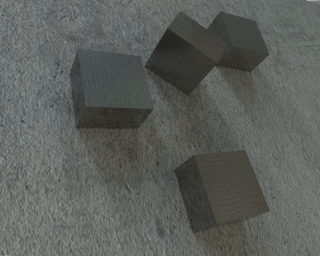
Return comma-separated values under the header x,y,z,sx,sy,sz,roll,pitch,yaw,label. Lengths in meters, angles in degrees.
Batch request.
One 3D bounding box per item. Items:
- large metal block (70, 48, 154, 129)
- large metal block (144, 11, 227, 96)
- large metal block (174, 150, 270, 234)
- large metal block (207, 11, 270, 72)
x,y,z,sx,sy,sz,roll,pitch,yaw,label
-0.062,-0.046,0.382,0.081,0.050,0.080,0,62,-28,large metal block
0.036,-0.106,0.452,0.080,0.080,0.050,34,51,-6,large metal block
0.074,0.076,0.381,0.081,0.050,0.080,-2,63,-29,large metal block
0.136,-0.153,0.554,0.081,0.050,0.080,4,60,-26,large metal block
